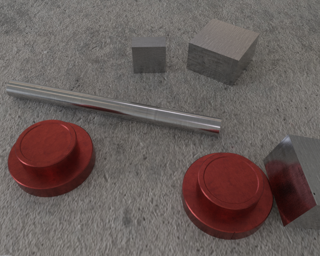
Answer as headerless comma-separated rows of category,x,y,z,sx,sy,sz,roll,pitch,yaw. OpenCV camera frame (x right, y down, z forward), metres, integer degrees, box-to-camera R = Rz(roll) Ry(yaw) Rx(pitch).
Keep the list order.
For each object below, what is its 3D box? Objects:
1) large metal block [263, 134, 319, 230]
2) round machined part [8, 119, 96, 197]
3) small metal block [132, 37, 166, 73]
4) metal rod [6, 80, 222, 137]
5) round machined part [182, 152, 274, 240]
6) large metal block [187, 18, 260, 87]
large metal block,0.167,0.058,0.325,0.081,0.050,0.080,9,49,-15
round machined part,-0.129,0.028,0.367,0.099,0.042,0.098,0,50,0
small metal block,-0.017,-0.113,0.482,0.050,0.050,0.025,-1,50,-1
metal rod,-0.068,-0.029,0.426,0.301,0.025,0.025,11,51,9
round machined part,0.074,0.066,0.337,0.099,0.042,0.098,0,50,0
large metal block,0.099,-0.121,0.489,0.080,0.050,0.080,26,55,20
